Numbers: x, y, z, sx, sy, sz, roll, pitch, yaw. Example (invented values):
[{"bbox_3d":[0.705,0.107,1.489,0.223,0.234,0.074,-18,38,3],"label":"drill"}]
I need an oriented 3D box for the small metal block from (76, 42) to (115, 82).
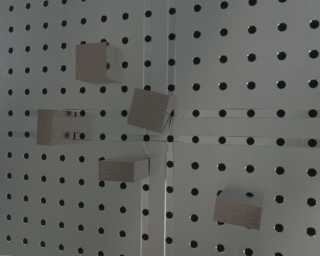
[{"bbox_3d":[-0.093,-0.094,0.446,0.050,0.025,0.050,0,90,20],"label":"small metal block"}]

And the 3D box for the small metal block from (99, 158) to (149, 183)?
[{"bbox_3d":[-0.047,0.055,0.417,0.050,0.050,0.025,0,90,20],"label":"small metal block"}]

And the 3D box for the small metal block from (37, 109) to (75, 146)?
[{"bbox_3d":[-0.152,-0.001,0.454,0.025,0.050,0.050,3,91,20],"label":"small metal block"}]

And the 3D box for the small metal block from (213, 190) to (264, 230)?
[{"bbox_3d":[0.094,0.095,0.366,0.050,0.050,0.025,7,92,20],"label":"small metal block"}]

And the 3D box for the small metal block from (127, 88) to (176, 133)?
[{"bbox_3d":[-0.012,-0.023,0.417,0.050,0.025,0.050,15,95,19],"label":"small metal block"}]
